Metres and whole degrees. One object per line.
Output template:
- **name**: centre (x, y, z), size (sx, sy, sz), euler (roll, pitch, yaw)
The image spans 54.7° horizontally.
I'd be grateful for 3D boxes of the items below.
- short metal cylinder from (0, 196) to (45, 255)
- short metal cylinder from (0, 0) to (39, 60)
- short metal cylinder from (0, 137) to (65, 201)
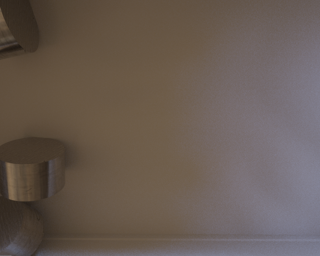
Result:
- **short metal cylinder**: centre (-0.208, 0.139, 0.423), size (0.080, 0.080, 0.050), euler (-17, 143, 5)
- **short metal cylinder**: centre (-0.176, -0.116, 0.337), size (0.050, 0.080, 0.079), euler (-12, 110, 4)
- **short metal cylinder**: centre (-0.164, 0.050, 0.398), size (0.081, 0.080, 0.050), euler (5, 110, -2)
